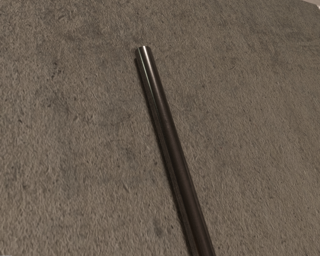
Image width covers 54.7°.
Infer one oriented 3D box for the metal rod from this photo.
[{"bbox_3d":[0.013,0.018,0.401,0.025,0.025,0.299,-2,63,-30],"label":"metal rod"}]
